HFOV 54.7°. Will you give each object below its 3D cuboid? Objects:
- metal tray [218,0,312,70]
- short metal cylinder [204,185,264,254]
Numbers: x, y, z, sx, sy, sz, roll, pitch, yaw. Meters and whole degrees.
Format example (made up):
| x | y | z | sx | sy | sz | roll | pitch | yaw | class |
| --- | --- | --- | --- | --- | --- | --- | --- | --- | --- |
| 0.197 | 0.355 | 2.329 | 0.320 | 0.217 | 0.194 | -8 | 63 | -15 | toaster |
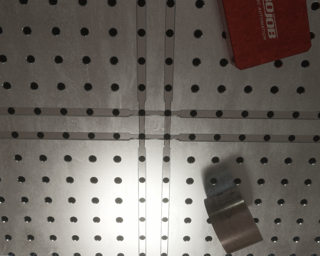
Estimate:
| x | y | z | sx | sy | sz | roll | pitch | yaw | class |
| --- | --- | --- | --- | --- | --- | --- | --- | --- | --- |
| 0.118 | -0.143 | 0.360 | 0.090 | 0.030 | 0.129 | -16 | 110 | 5 | metal tray |
| 0.102 | 0.127 | 0.432 | 0.050 | 0.080 | 0.080 | -26 | 108 | 9 | short metal cylinder |
